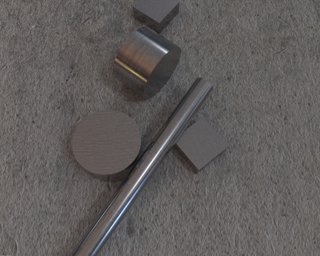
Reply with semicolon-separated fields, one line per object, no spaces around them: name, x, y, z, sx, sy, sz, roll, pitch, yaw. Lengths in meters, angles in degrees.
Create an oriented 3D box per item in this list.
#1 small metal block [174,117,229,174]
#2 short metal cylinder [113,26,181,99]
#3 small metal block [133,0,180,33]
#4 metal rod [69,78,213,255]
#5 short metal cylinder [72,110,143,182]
small metal block;0.051;0.023;0.400;0.050;0.025;0.050;-37;74;-13
short metal cylinder;-0.016;-0.085;0.410;0.050;0.080;0.080;36;74;12
small metal block;-0.006;-0.181;0.474;0.050;0.025;0.050;36;74;12
metal rod;-0.027;0.061;0.363;0.025;0.025;0.300;33;75;11
short metal cylinder;-0.062;0.024;0.386;0.081;0.050;0.080;0;70;0
